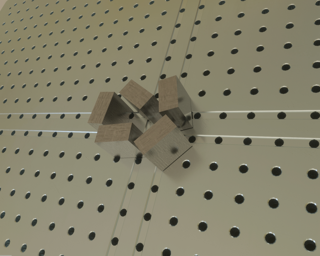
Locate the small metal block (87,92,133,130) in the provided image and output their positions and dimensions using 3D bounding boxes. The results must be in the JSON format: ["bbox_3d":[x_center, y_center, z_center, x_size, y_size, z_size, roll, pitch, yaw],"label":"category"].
[{"bbox_3d":[-0.069,-0.017,0.440,0.025,0.050,0.050,3,64,30],"label":"small metal block"}]

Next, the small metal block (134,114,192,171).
[{"bbox_3d":[0.005,0.019,0.378,0.050,0.050,0.025,-41,50,1],"label":"small metal block"}]

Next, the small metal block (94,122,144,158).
[{"bbox_3d":[-0.048,0.018,0.407,0.050,0.050,0.025,-5,60,26],"label":"small metal block"}]

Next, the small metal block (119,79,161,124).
[{"bbox_3d":[-0.021,-0.033,0.425,0.025,0.050,0.050,-48,52,-4],"label":"small metal block"}]

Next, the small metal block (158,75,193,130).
[{"bbox_3d":[0.020,-0.031,0.401,0.025,0.050,0.050,-15,55,20],"label":"small metal block"}]
